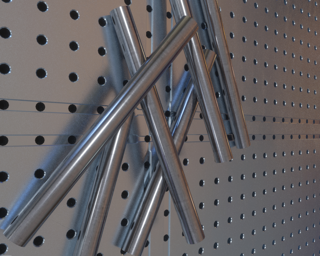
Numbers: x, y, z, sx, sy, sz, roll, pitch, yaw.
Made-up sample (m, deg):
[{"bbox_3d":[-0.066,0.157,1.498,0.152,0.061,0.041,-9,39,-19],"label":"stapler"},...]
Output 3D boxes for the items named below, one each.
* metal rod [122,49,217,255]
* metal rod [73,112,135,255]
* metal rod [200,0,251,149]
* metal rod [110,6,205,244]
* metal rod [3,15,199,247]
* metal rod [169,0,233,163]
[{"bbox_3d":[0.019,0.021,0.423,0.025,0.025,0.300,35,69,-35],"label":"metal rod"},{"bbox_3d":[-0.078,0.122,0.343,0.025,0.025,0.299,23,76,-38],"label":"metal rod"},{"bbox_3d":[0.099,-0.109,0.490,0.025,0.025,0.299,-27,107,-37],"label":"metal rod"},{"bbox_3d":[-0.001,0.001,0.383,0.025,0.025,0.299,-23,97,-38],"label":"metal rod"},{"bbox_3d":[-0.051,-0.010,0.334,0.025,0.025,0.300,46,72,-30],"label":"metal rod"},{"bbox_3d":[0.047,-0.098,0.422,0.025,0.025,0.299,-19,95,-38],"label":"metal rod"}]
